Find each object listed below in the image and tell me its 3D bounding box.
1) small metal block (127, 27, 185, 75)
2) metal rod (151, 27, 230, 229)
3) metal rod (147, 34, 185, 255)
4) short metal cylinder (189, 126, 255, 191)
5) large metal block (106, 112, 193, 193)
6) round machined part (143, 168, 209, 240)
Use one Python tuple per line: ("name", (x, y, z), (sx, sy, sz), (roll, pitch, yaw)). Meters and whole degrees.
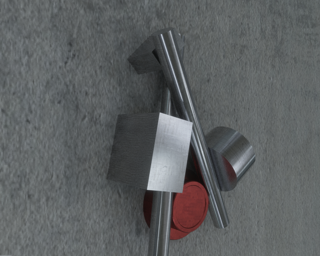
("small metal block", (-0.005, -0.095, 0.387), (0.050, 0.050, 0.025), (-52, 121, -27))
("metal rod", (0.048, 0.020, 0.404), (0.025, 0.025, 0.298), (-40, 123, -33))
("metal rod", (0.009, 0.021, 0.396), (0.025, 0.025, 0.299), (15, 74, -39))
("short metal cylinder", (0.089, 0.044, 0.448), (0.050, 0.080, 0.080), (-40, 115, -33))
("large metal block", (-0.014, 0.028, 0.361), (0.050, 0.080, 0.080), (15, 80, -39))
("round machined part", (0.028, 0.103, 0.422), (0.099, 0.042, 0.097), (0, 90, -40))
